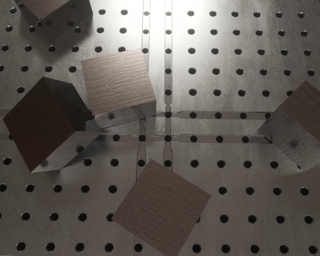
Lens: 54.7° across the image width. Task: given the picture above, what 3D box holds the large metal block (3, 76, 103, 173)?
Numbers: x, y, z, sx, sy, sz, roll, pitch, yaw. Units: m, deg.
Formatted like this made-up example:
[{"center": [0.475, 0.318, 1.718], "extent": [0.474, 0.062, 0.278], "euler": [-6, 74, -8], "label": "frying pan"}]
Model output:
[{"center": [-0.132, -0.003, 0.380], "extent": [0.080, 0.050, 0.080], "euler": [-40, 73, 17], "label": "large metal block"}]

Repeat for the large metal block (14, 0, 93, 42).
[{"center": [-0.163, -0.192, 0.467], "extent": [0.080, 0.050, 0.080], "euler": [-42, 76, -14], "label": "large metal block"}]

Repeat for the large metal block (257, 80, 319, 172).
[{"center": [0.180, 0.001, 0.385], "extent": [0.050, 0.080, 0.080], "euler": [-42, 76, -14], "label": "large metal block"}]

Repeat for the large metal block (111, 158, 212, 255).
[{"center": [0.002, 0.095, 0.364], "extent": [0.080, 0.050, 0.080], "euler": [31, 73, 10], "label": "large metal block"}]

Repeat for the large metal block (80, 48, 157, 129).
[{"center": [-0.054, -0.052, 0.416], "extent": [0.081, 0.050, 0.080], "euler": [-14, 71, -7], "label": "large metal block"}]
